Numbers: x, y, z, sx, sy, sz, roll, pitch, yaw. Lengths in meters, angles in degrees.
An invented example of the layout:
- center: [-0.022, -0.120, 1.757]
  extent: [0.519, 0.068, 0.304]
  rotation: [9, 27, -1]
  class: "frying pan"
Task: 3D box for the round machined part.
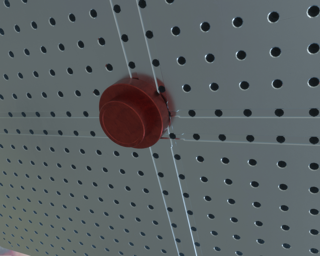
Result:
- center: [-0.041, -0.013, 0.414]
  extent: [0.098, 0.042, 0.097]
  rotation: [14, 124, 21]
  class: "round machined part"
